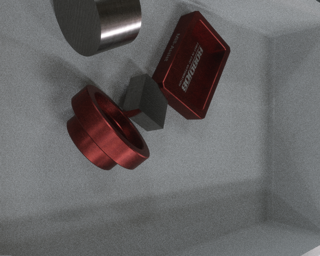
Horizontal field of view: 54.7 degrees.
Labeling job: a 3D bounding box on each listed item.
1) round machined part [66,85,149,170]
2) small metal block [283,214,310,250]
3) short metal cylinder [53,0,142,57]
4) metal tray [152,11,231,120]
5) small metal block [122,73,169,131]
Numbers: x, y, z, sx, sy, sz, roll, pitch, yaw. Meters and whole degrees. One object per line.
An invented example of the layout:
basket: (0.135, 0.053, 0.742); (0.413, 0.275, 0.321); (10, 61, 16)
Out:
round machined part: (-0.058, 0.005, 0.325); (0.042, 0.098, 0.098); (-39, 120, 7)
small metal block: (0.291, 0.221, 0.658); (0.050, 0.025, 0.050); (52, 60, -28)
short metal cylinder: (-0.065, -0.119, 0.317); (0.050, 0.080, 0.080); (-31, 110, -36)
metal tray: (0.047, -0.088, 0.444); (0.090, 0.030, 0.130); (36, 68, -34)
small metal block: (-0.016, -0.030, 0.382); (0.050, 0.025, 0.050); (39, 51, -44)
